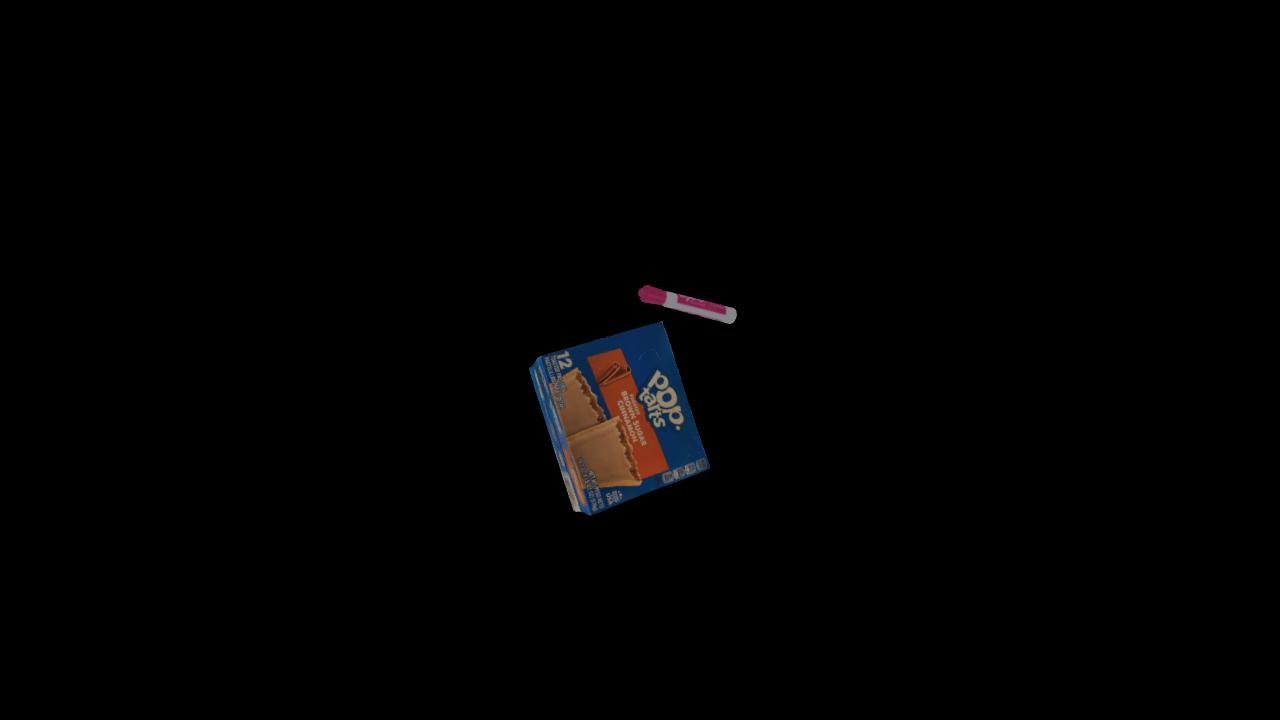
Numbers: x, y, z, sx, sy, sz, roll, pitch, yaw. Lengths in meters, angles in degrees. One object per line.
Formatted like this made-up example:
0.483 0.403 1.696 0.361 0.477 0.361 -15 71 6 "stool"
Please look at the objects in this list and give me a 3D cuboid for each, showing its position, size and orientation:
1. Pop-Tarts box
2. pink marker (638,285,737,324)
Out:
-0.024 0.061 0.661 0.141 0.167 0.083 -17 -2 -21 "Pop-Tarts box"
0.052 -0.060 0.669 0.121 0.020 0.020 12 -5 -28 "pink marker"
